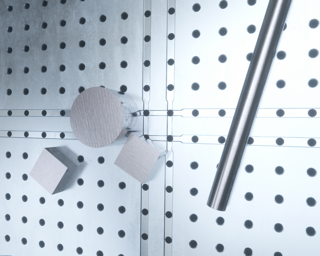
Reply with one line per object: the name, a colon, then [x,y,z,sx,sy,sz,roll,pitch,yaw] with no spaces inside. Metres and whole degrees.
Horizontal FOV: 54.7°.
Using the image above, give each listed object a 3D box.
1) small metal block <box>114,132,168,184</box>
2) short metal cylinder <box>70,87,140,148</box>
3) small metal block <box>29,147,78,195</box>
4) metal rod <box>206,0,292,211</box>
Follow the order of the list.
small metal block: [-0.026,0.040,0.422,0.050,0.025,0.050,32,100,17]
short metal cylinder: [-0.074,-0.014,0.426,0.080,0.050,0.080,0,90,20]
small metal block: [-0.162,0.064,0.470,0.050,0.025,0.050,36,101,16]
metal rod: [0.111,-0.044,0.373,0.025,0.025,0.298,18,96,19]
